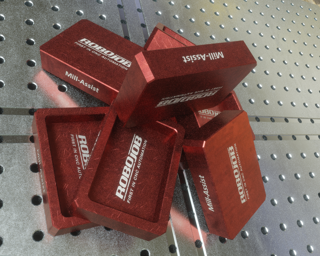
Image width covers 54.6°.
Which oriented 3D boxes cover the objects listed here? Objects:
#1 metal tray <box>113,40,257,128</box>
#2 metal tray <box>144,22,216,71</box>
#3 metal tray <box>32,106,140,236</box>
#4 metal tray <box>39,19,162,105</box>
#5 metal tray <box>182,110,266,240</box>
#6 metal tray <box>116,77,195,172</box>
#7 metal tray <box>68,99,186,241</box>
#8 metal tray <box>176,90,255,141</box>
[{"bbox_3d":[0.025,-0.046,0.325,0.131,0.090,0.030,-14,69,-29],"label":"metal tray"},{"bbox_3d":[0.028,-0.112,0.444,0.090,0.030,0.130,29,19,-9],"label":"metal tray"},{"bbox_3d":[-0.082,0.040,0.337,0.091,0.030,0.130,-4,63,-31],"label":"metal tray"},{"bbox_3d":[-0.071,-0.083,0.395,0.130,0.030,0.090,29,51,10],"label":"metal tray"},{"bbox_3d":[0.082,0.054,0.373,0.091,0.030,0.129,-33,113,-37],"label":"metal tray"},{"bbox_3d":[-0.008,-0.007,0.404,0.091,0.030,0.130,-4,61,-32],"label":"metal tray"},{"bbox_3d":[-0.028,0.040,0.326,0.090,0.030,0.130,24,53,-13],"label":"metal tray"},{"bbox_3d":[0.073,-0.020,0.432,0.131,0.030,0.090,6,58,-45],"label":"metal tray"}]
